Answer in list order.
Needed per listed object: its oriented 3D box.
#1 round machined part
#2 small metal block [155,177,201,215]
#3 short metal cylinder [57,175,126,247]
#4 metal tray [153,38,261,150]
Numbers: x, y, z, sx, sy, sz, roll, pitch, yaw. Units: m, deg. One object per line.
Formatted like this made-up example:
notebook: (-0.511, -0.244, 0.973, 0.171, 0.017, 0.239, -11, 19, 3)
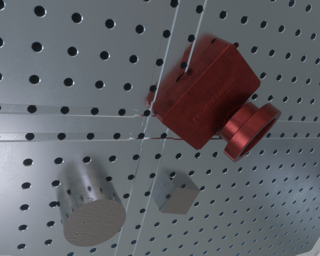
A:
round machined part: (0.126, 0.001, 0.452, 0.098, 0.042, 0.098, -39, 159, -18)
small metal block: (0.028, 0.109, 0.495, 0.050, 0.025, 0.050, 16, 110, -35)
short metal cylinder: (-0.092, 0.110, 0.413, 0.081, 0.050, 0.079, -14, 124, -21)
metal tray: (0.065, -0.042, 0.418, 0.130, 0.030, 0.090, -48, 129, 5)
